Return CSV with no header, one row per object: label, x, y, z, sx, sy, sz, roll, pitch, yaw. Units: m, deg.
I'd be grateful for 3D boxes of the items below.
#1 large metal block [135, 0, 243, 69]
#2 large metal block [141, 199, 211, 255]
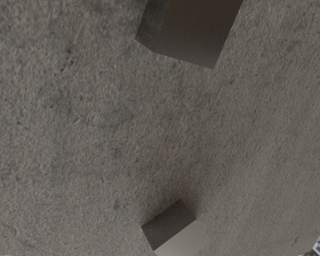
large metal block,0.030,-0.118,0.336,0.081,0.050,0.079,8,115,-32
large metal block,0.028,0.179,0.519,0.080,0.050,0.080,-35,129,-5
